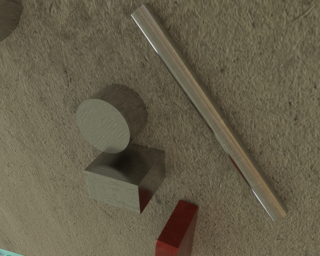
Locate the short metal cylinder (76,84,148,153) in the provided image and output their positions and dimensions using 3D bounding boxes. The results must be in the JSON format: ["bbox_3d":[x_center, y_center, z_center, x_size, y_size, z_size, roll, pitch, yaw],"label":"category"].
[{"bbox_3d":[-0.063,-0.013,0.416,0.080,0.050,0.079,13,124,21],"label":"short metal cylinder"}]

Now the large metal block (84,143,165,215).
[{"bbox_3d":[-0.046,0.065,0.436,0.080,0.080,0.050,12,123,22],"label":"large metal block"}]

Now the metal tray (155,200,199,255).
[{"bbox_3d":[0.023,0.185,0.466,0.030,0.090,0.129,16,125,19],"label":"metal tray"}]

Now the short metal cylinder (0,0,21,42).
[{"bbox_3d":[-0.231,-0.149,0.401,0.050,0.080,0.080,44,129,-3],"label":"short metal cylinder"}]

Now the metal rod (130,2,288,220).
[{"bbox_3d":[0.064,-0.010,0.366,0.025,0.025,0.299,-28,104,37],"label":"metal rod"}]
